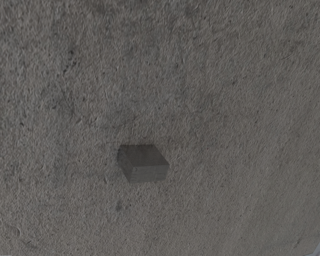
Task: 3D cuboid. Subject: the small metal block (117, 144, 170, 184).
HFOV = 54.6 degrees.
[{"bbox_3d":[-0.023,0.046,0.406,0.050,0.050,0.025,0,118,-29],"label":"small metal block"}]
